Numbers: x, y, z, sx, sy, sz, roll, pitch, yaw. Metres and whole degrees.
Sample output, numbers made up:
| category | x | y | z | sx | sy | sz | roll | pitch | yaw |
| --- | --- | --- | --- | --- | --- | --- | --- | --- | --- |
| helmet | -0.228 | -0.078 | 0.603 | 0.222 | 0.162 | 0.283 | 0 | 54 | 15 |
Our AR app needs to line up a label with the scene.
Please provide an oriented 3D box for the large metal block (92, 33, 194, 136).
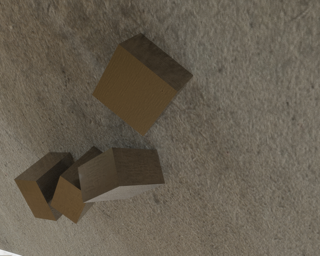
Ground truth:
| category | x | y | z | sx | sy | sz | roll | pitch | yaw |
| --- | --- | --- | --- | --- | --- | --- | --- | --- | --- |
| large metal block | -0.022 | -0.051 | 0.369 | 0.080 | 0.050 | 0.080 | 39 | 129 | 1 |

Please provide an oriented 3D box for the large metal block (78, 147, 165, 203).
| category | x | y | z | sx | sy | sz | roll | pitch | yaw |
| --- | --- | --- | --- | --- | --- | --- | --- | --- | --- |
| large metal block | -0.054 | 0.066 | 0.430 | 0.080 | 0.081 | 0.050 | -30 | 65 | 37 |

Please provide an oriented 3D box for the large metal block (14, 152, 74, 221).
| category | x | y | z | sx | sy | sz | roll | pitch | yaw |
| --- | --- | --- | --- | --- | --- | --- | --- | --- | --- |
| large metal block | -0.182 | 0.096 | 0.524 | 0.050 | 0.080 | 0.080 | -2 | 118 | 29 |

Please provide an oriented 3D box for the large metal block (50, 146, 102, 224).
| category | x | y | z | sx | sy | sz | roll | pitch | yaw |
| --- | --- | --- | --- | --- | --- | --- | --- | --- | --- |
| large metal block | -0.118 | 0.088 | 0.486 | 0.050 | 0.080 | 0.079 | 34 | 129 | 5 |
